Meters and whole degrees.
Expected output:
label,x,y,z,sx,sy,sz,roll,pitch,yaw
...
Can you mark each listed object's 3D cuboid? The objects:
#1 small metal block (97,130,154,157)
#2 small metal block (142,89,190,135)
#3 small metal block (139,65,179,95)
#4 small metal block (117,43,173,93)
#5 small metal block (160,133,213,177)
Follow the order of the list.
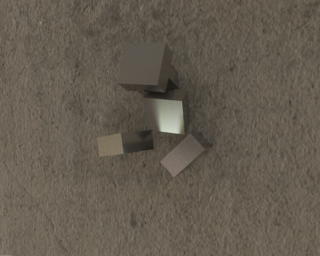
label,x,y,z,sx,sy,sz,roll,pitch,yaw
small metal block,-0.045,0.020,0.402,0.050,0.050,0.025,-11,86,44
small metal block,0.009,-0.022,0.392,0.050,0.025,0.050,7,129,19
small metal block,-0.008,-0.065,0.395,0.050,0.050,0.025,-10,73,19
small metal block,-0.017,-0.070,0.359,0.050,0.025,0.050,6,79,23
small metal block,0.034,0.032,0.383,0.050,0.050,0.025,-45,77,14
